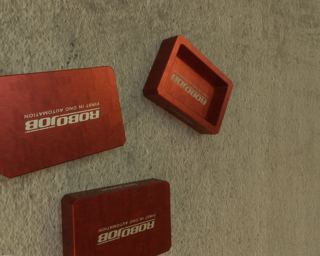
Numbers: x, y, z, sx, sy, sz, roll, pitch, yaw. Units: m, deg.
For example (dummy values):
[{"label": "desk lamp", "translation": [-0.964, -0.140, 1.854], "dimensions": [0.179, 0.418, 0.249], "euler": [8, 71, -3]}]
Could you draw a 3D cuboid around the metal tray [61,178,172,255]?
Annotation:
[{"label": "metal tray", "translation": [-0.045, 0.114, 0.363], "dimensions": [0.131, 0.030, 0.089], "euler": [-3, 92, -40]}]

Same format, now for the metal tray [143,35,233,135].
[{"label": "metal tray", "translation": [0.045, -0.056, 0.438], "dimensions": [0.131, 0.030, 0.090], "euler": [32, 70, -36]}]

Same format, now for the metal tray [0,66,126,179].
[{"label": "metal tray", "translation": [-0.103, -0.012, 0.315], "dimensions": [0.131, 0.030, 0.089], "euler": [-15, 100, -39]}]
